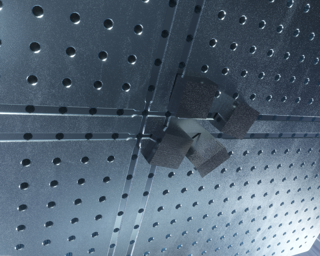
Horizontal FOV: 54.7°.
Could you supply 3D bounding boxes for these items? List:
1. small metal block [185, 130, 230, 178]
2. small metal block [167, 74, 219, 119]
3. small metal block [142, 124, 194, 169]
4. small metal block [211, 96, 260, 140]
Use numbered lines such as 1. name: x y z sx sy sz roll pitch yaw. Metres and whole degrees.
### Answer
1. small metal block: 0.065 0.037 0.456 0.050 0.050 0.025 -36 129 -5
2. small metal block: 0.043 -0.041 0.411 0.050 0.025 0.050 2 117 -30
3. small metal block: 0.011 0.027 0.436 0.050 0.025 0.050 15 110 -35
4. small metal block: 0.114 -0.014 0.467 0.050 0.025 0.050 19 108 -36
